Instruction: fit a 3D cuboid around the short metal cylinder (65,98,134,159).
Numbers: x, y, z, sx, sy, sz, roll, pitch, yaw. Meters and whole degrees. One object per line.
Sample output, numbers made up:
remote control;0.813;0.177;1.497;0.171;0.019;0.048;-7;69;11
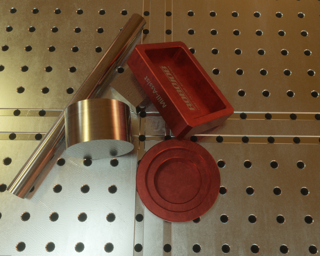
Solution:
short metal cylinder;-0.075;0.003;0.380;0.081;0.080;0.050;-7;70;-3

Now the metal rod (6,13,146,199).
metal rod;-0.105;-0.042;0.425;0.025;0.025;0.300;28;72;9

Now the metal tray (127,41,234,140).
metal tray;0.027;-0.055;0.406;0.091;0.030;0.130;-18;68;-40

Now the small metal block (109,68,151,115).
small metal block;-0.033;-0.056;0.432;0.050;0.025;0.050;42;75;13

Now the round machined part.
round machined part;0.021;0.065;0.379;0.099;0.042;0.098;0;70;-1
